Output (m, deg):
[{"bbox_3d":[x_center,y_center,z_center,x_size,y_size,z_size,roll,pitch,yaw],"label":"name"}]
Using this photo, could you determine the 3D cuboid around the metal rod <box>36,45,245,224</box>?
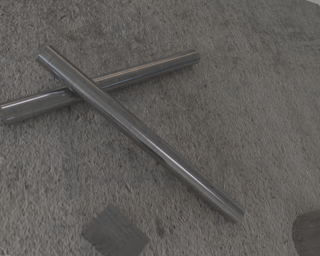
[{"bbox_3d":[-0.016,0.014,0.367,0.300,0.025,0.025,40,51,-9],"label":"metal rod"}]

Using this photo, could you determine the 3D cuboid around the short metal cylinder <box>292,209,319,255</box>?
[{"bbox_3d":[0.230,0.150,0.420,0.081,0.050,0.080,14,56,-21],"label":"short metal cylinder"}]

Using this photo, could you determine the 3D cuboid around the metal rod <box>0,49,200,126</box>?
[{"bbox_3d":[-0.055,-0.064,0.413,0.302,0.025,0.025,-25,76,-37],"label":"metal rod"}]

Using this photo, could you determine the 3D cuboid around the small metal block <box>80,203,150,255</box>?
[{"bbox_3d":[-0.045,0.105,0.300,0.050,0.050,0.025,43,51,1],"label":"small metal block"}]
